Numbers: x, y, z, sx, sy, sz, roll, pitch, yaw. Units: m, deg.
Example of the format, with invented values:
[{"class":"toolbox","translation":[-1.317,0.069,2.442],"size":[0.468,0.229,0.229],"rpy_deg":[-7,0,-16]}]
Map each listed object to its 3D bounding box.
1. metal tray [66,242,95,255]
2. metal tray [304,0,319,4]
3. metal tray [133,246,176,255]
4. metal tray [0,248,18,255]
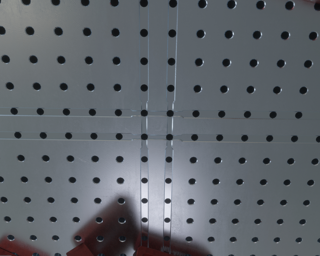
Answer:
[{"class":"metal tray","translation":[-0.087,0.235,0.447],"size":[0.030,0.130,0.090],"rpy_deg":[-27,112,-28]},{"class":"metal tray","translation":[0.166,-0.193,0.340],"size":[0.131,0.030,0.089],"rpy_deg":[13,110,-5]},{"class":"metal tray","translation":[0.017,0.242,0.465],"size":[0.131,0.090,0.030],"rpy_deg":[19,135,-7]},{"class":"metal tray","translation":[-0.259,0.265,0.506],"size":[0.090,0.030,0.129],"rpy_deg":[31,107,-11]}]
